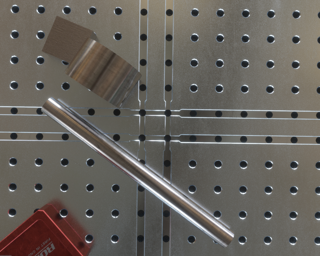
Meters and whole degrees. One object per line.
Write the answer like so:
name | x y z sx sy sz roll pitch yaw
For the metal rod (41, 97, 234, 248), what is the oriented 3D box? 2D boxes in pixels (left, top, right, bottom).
metal rod | -0.029 0.059 0.413 0.301 0.025 0.025 37 90 -1

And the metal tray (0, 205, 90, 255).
metal tray | -0.172 0.177 0.408 0.130 0.030 0.090 -40 91 -1

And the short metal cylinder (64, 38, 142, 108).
short metal cylinder | -0.070 -0.067 0.385 0.080 0.080 0.050 34 90 -1

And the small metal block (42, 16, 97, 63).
small metal block | -0.120 -0.112 0.412 0.050 0.025 0.050 23 90 -1
